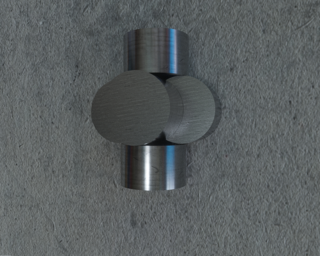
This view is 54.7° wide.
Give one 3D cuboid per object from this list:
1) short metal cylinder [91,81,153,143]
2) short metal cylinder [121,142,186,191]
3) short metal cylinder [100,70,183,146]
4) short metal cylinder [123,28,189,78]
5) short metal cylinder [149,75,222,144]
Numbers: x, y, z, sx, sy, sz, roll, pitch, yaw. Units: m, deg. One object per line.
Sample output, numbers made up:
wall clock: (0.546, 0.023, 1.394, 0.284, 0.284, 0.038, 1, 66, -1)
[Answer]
short metal cylinder: (-0.043, -0.021, 0.411, 0.080, 0.050, 0.079, 0, 90, 19)
short metal cylinder: (-0.008, 0.044, 0.383, 0.080, 0.080, 0.050, 0, 90, 19)
short metal cylinder: (-0.019, -0.021, 0.349, 0.080, 0.050, 0.079, 0, 90, 19)
short metal cylinder: (-0.005, -0.086, 0.382, 0.080, 0.080, 0.050, 0, 90, 19)
short metal cylinder: (0.033, -0.022, 0.385, 0.080, 0.050, 0.079, 0, 90, 19)
